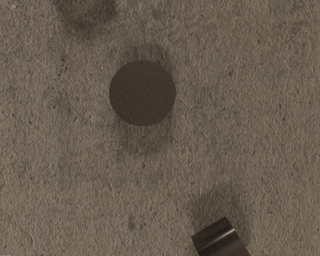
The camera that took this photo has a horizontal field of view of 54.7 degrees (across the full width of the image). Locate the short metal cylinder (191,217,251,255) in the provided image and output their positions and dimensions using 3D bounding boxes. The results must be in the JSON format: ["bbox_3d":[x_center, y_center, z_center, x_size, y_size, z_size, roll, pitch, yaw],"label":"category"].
[{"bbox_3d":[0.081,0.158,0.384,0.050,0.080,0.080,-31,90,0],"label":"short metal cylinder"}]

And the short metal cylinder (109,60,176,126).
[{"bbox_3d":[-0.021,-0.042,0.397,0.081,0.050,0.079,0,90,-1],"label":"short metal cylinder"}]
